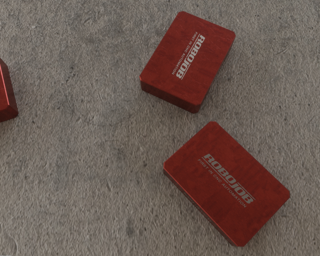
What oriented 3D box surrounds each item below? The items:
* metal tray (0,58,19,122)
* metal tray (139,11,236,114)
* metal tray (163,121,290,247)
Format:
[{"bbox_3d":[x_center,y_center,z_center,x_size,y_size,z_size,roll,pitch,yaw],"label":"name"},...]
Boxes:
[{"bbox_3d":[-0.270,-0.039,0.418,0.131,0.030,0.090,-19,71,-7],"label":"metal tray"},{"bbox_3d":[0.040,-0.096,0.440,0.090,0.030,0.130,26,72,9],"label":"metal tray"},{"bbox_3d":[0.078,0.066,0.382,0.090,0.030,0.130,-41,75,-14],"label":"metal tray"}]
